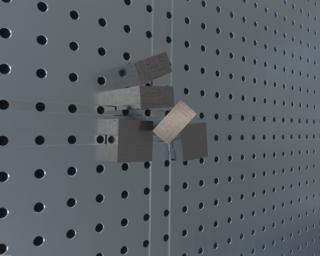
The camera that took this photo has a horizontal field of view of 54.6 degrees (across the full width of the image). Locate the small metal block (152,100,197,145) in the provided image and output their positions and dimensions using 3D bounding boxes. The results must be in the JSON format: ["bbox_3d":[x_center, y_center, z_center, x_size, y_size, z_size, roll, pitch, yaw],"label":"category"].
[{"bbox_3d":[0.018,-0.007,0.391,0.025,0.050,0.050,42,90,1],"label":"small metal block"}]

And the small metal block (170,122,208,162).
[{"bbox_3d":[0.041,0.019,0.442,0.050,0.025,0.050,-6,94,-40],"label":"small metal block"}]

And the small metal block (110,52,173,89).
[{"bbox_3d":[-0.023,-0.069,0.373,0.050,0.050,0.025,-29,108,-36],"label":"small metal block"}]

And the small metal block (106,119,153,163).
[{"bbox_3d":[-0.036,0.015,0.378,0.050,0.025,0.050,3,88,-40],"label":"small metal block"}]

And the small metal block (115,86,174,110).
[{"bbox_3d":[-0.018,-0.036,0.376,0.050,0.050,0.025,-6,94,-40],"label":"small metal block"}]
